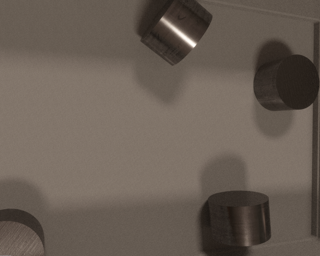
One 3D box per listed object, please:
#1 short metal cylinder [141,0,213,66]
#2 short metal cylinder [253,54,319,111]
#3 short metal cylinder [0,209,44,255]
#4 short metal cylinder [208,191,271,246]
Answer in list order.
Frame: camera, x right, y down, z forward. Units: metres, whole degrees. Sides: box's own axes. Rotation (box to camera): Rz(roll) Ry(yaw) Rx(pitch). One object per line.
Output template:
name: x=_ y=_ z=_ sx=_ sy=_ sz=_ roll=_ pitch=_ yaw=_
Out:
short metal cylinder: x=0.020 y=-0.126 z=0.389 sx=0.050 sy=0.080 sz=0.080 roll=35 pitch=79 yaw=-17
short metal cylinder: x=0.191 y=-0.066 z=0.470 sx=0.081 sy=0.050 sz=0.079 roll=0 pitch=90 yaw=-21
short metal cylinder: x=-0.168 y=0.134 z=0.335 sx=0.081 sy=0.050 sz=0.079 roll=0 pitch=90 yaw=-21
short metal cylinder: x=0.108 y=0.120 z=0.423 sx=0.081 sy=0.080 sz=0.050 roll=-5 pitch=92 yaw=-20
